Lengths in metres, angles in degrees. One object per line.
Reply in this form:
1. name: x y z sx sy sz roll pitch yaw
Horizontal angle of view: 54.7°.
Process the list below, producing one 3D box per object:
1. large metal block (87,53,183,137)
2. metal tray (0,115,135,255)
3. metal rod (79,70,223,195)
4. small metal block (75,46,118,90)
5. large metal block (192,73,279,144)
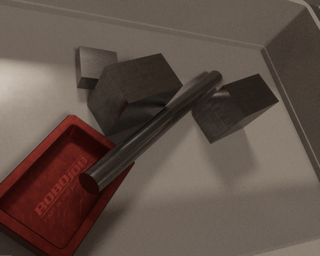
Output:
1. large metal block: -0.032 -0.040 0.378 0.081 0.080 0.050 -23 75 -37
2. metal tray: -0.096 0.058 0.315 0.090 0.030 0.130 37 51 -4
3. metal rod: 0.012 -0.015 0.397 0.025 0.025 0.302 46 43 3
4. small metal block: -0.083 -0.077 0.409 0.050 0.025 0.050 4 60 -27
5. large metal block: 0.108 -0.028 0.448 0.081 0.080 0.050 -22 74 -36
